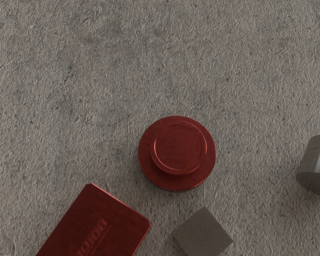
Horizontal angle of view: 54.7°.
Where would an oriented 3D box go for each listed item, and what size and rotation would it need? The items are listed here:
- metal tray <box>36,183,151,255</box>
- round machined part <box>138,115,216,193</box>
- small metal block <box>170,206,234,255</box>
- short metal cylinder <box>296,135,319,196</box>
[{"bbox_3d":[-0.081,0.141,0.353,0.090,0.030,0.130,31,72,10],"label":"metal tray"},{"bbox_3d":[0.022,0.029,0.389,0.099,0.042,0.098,0,70,-1],"label":"round machined part"},{"bbox_3d":[0.048,0.128,0.362,0.050,0.025,0.050,-36,74,-13],"label":"small metal block"},{"bbox_3d":[0.209,0.049,0.364,0.080,0.080,0.050,25,72,8],"label":"short metal cylinder"}]
